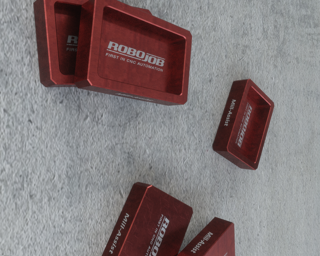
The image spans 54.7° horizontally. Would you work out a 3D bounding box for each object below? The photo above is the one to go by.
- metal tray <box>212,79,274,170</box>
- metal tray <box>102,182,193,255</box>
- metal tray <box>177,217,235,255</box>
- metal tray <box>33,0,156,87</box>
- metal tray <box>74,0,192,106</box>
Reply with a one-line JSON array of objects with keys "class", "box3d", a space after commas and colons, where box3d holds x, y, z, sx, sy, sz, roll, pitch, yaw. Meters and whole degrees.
[{"class": "metal tray", "box3d": [0.143, -0.005, 0.520, 0.090, 0.030, 0.130, 33, 70, -35]}, {"class": "metal tray", "box3d": [-0.017, 0.145, 0.387, 0.090, 0.030, 0.130, 37, 68, -34]}, {"class": "metal tray", "box3d": [0.062, 0.196, 0.430, 0.131, 0.030, 0.089, -25, 116, -47]}, {"class": "metal tray", "box3d": [-0.066, -0.092, 0.345, 0.131, 0.030, 0.089, -7, 94, -40]}, {"class": "metal tray", "box3d": [-0.023, -0.078, 0.341, 0.131, 0.030, 0.089, 8, 85, -40]}]
